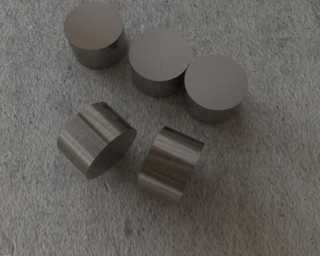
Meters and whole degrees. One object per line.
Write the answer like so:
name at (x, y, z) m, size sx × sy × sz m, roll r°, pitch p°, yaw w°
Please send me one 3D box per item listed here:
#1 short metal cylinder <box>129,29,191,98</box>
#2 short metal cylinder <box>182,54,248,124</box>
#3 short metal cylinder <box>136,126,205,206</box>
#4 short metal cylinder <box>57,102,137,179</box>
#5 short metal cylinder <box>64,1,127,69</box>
short metal cylinder at (0.000, -0.088, 0.427) m, size 0.081 × 0.050 × 0.080 m, roll 0°, pitch 70°, yaw 0°
short metal cylinder at (0.071, -0.051, 0.414) m, size 0.081 × 0.050 × 0.080 m, roll 0°, pitch 70°, yaw 0°
short metal cylinder at (0.013, 0.044, 0.363) m, size 0.050 × 0.080 × 0.080 m, roll 24°, pitch 72°, yaw 8°
short metal cylinder at (-0.074, 0.015, 0.373) m, size 0.050 × 0.080 × 0.080 m, roll 42°, pitch 75°, yaw 13°
short metal cylinder at (-0.090, -0.131, 0.442) m, size 0.081 × 0.050 × 0.080 m, roll 0°, pitch 70°, yaw 0°
